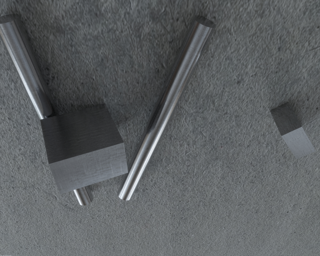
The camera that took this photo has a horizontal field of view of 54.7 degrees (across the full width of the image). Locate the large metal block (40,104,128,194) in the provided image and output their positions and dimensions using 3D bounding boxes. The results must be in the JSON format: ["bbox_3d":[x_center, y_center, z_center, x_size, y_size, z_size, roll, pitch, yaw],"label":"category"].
[{"bbox_3d":[-0.091,0.022,0.372,0.081,0.080,0.050,-16,132,-16],"label":"large metal block"}]

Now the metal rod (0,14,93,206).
[{"bbox_3d":[-0.138,0.003,0.407,0.025,0.025,0.298,-5,130,4],"label":"metal rod"}]

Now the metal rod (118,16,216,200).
[{"bbox_3d":[-0.005,-0.001,0.405,0.025,0.025,0.298,15,129,-13],"label":"metal rod"}]

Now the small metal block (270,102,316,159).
[{"bbox_3d":[0.169,0.003,0.396,0.025,0.050,0.050,-29,125,22],"label":"small metal block"}]
